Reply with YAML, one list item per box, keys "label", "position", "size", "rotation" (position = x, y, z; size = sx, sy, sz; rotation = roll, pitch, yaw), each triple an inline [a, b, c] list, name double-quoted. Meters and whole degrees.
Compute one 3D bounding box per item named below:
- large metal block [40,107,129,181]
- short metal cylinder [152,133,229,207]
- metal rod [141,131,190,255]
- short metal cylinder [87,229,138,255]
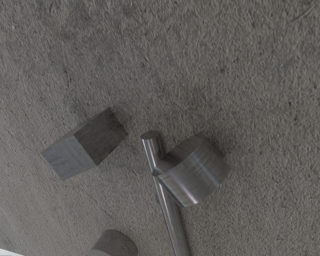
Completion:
- label: "large metal block"
  position: [-0.106, 0.022, 0.441]
  size: [0.080, 0.080, 0.050]
  rotation: [-24, 105, 36]
- label: "short metal cylinder"
  position: [0.037, 0.051, 0.383]
  size: [0.080, 0.080, 0.050]
  rotation: [-33, 100, 38]
- label: "metal rod"
  position: [0.019, 0.140, 0.483]
  size: [0.025, 0.025, 0.298]
  rotation: [0, 119, 28]
- label: "short metal cylinder"
  position: [-0.089, 0.240, 0.586]
  size: [0.080, 0.050, 0.079]
  rotation: [13, 124, 21]
